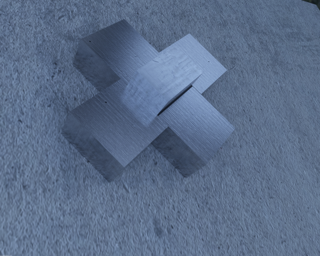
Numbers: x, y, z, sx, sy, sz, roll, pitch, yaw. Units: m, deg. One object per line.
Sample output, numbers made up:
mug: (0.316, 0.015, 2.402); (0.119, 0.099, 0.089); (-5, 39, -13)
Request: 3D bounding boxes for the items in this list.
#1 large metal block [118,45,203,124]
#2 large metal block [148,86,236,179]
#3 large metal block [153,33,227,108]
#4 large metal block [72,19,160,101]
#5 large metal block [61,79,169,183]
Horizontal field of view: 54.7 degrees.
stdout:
large metal block: (-0.002, -0.049, 0.400); (0.050, 0.080, 0.080); (45, 51, 3)
large metal block: (0.039, 0.005, 0.408); (0.080, 0.050, 0.080); (45, 51, 3)
large metal block: (0.039, -0.083, 0.462); (0.080, 0.050, 0.080); (45, 51, 3)
large metal block: (-0.054, -0.088, 0.414); (0.080, 0.050, 0.080); (45, 51, 3)
large metal block: (-0.052, 0.002, 0.360); (0.080, 0.050, 0.080); (45, 51, 3)
